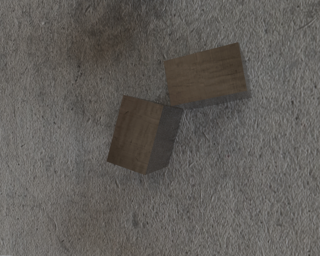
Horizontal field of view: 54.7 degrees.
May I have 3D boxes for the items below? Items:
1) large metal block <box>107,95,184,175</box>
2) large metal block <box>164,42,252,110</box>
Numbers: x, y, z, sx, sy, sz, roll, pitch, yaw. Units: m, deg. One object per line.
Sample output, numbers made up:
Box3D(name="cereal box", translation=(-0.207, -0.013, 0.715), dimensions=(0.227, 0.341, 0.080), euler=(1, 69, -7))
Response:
Box3D(name="large metal block", translation=(-0.015, 0.007, 0.385), dimensions=(0.050, 0.080, 0.080), euler=(17, 96, 19))
Box3D(name="large metal block", translation=(0.059, -0.055, 0.359), dimensions=(0.080, 0.080, 0.050), euler=(-10, 87, 20))
